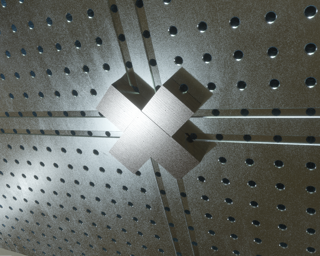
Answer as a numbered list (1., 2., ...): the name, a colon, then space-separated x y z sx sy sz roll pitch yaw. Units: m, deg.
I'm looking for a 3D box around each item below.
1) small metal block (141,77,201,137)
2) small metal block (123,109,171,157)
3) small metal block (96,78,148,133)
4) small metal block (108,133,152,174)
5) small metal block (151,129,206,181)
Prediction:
1. small metal block: 0.014 -0.025 0.387 0.050 0.025 0.050 41 129 -1
2. small metal block: -0.013 0.003 0.417 0.050 0.025 0.050 41 129 -1
3. small metal block: -0.051 -0.030 0.418 0.050 0.025 0.050 42 129 -1
4. small metal block: -0.039 0.032 0.450 0.050 0.025 0.050 41 129 -1
5. small metal block: 0.025 0.036 0.419 0.050 0.025 0.050 42 129 -1
